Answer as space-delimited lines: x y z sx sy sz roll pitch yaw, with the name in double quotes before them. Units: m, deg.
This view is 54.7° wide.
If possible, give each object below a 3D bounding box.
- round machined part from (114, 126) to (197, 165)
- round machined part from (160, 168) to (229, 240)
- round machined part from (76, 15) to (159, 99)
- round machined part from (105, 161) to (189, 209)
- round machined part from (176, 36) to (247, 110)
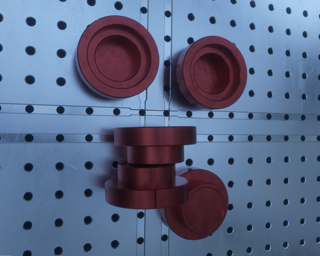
"round machined part" -0.005 0.020 0.373 0.099 0.098 0.042 -1 89 -20
"round machined part" 0.053 0.105 0.425 0.099 0.042 0.097 0 90 -21
"round machined part" -0.054 -0.084 0.384 0.099 0.042 0.097 0 90 -21
"round machined part" -0.015 0.062 0.369 0.099 0.098 0.042 -1 91 -20
"round machined part" 0.068 -0.074 0.430 0.099 0.042 0.097 0 90 -21
